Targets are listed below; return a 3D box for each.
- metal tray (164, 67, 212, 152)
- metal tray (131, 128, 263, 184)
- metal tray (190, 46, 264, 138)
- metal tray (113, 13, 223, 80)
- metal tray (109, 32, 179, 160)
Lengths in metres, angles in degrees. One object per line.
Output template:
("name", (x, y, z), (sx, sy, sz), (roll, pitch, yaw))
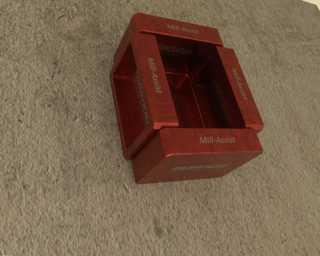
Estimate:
("metal tray", (0.016, -0.023, 0.426), (0.091, 0.030, 0.130), (1, 61, -28))
("metal tray", (0.043, 0.034, 0.367), (0.131, 0.090, 0.030), (1, 62, -28))
("metal tray", (0.083, -0.036, 0.432), (0.030, 0.090, 0.130), (1, 61, -28))
("metal tray", (0.011, -0.107, 0.436), (0.131, 0.090, 0.030), (1, 62, -28))
("metal tray", (-0.025, -0.037, 0.374), (0.030, 0.090, 0.130), (1, 61, -28))
